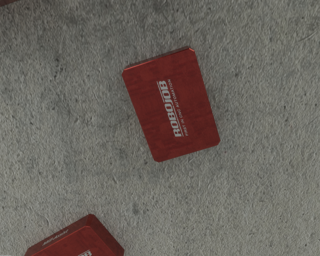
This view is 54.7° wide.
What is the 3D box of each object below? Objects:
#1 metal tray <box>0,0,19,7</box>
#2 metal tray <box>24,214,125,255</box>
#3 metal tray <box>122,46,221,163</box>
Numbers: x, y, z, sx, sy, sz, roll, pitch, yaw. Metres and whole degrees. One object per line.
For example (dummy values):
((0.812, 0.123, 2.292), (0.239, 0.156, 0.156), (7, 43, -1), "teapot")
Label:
((-0.181, -0.145, 0.319), (0.131, 0.090, 0.030), (-17, 109, 6), "metal tray")
((-0.133, 0.200, 0.480), (0.130, 0.030, 0.090), (-31, 108, 10), "metal tray")
((0.016, -0.028, 0.397), (0.090, 0.030, 0.129), (-17, 109, 6), "metal tray")
